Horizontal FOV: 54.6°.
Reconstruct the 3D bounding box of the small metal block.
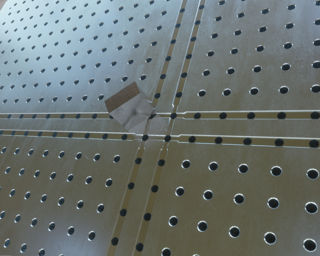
[{"bbox_3d":[-0.040,-0.029,0.433,0.050,0.050,0.025,-32,52,7],"label":"small metal block"}]
